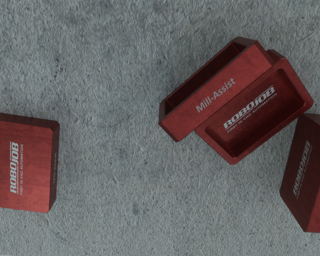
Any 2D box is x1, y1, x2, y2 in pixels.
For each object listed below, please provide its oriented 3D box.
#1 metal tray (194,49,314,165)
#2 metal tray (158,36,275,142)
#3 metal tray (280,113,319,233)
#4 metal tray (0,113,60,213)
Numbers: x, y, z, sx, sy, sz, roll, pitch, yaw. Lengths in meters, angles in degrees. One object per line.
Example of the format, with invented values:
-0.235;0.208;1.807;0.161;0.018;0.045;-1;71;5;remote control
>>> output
0.113;-0.021;0.386;0.130;0.030;0.090;-40;124;13;metal tray
0.057;-0.048;0.357;0.130;0.090;0.030;-40;104;13;metal tray
0.197;0.055;0.397;0.030;0.090;0.129;5;110;-2;metal tray
-0.190;0.049;0.423;0.091;0.030;0.129;8;110;-4;metal tray
